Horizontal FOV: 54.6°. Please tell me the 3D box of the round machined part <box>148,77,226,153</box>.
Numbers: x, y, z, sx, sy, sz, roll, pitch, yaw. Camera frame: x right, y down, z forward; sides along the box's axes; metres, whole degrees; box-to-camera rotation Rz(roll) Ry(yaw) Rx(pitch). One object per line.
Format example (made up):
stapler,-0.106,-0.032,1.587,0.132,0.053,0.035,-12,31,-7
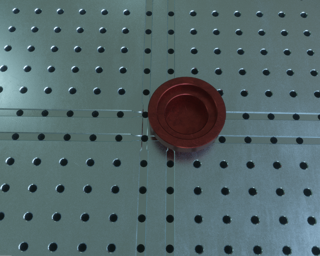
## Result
round machined part,0.034,-0.015,0.408,0.099,0.042,0.098,0,70,0
